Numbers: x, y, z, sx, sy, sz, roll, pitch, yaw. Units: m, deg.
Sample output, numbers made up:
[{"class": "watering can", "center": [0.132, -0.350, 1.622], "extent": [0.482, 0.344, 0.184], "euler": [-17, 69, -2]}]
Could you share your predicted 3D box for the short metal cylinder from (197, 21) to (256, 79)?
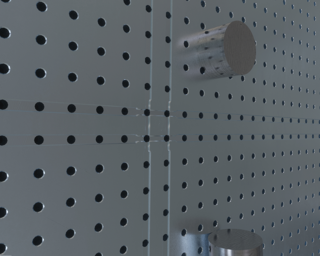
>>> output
[{"class": "short metal cylinder", "center": [0.104, -0.119, 0.479], "extent": [0.081, 0.050, 0.079], "euler": [0, 90, -40]}]

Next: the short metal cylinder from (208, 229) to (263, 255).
[{"class": "short metal cylinder", "center": [0.114, 0.192, 0.469], "extent": [0.081, 0.080, 0.050], "euler": [-4, 93, -40]}]
